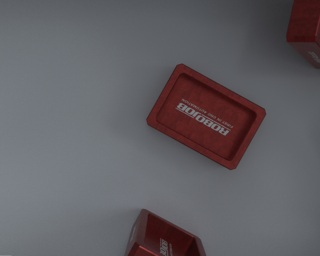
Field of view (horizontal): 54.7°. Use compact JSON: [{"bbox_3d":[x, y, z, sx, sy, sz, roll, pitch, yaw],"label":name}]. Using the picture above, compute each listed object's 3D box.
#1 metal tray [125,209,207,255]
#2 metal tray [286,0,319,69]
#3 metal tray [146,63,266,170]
[{"bbox_3d":[0.009,0.143,0.359,0.090,0.130,0.030,28,90,0],"label":"metal tray"},{"bbox_3d":[0.193,-0.127,0.363,0.030,0.131,0.089,14,94,40],"label":"metal tray"},{"bbox_3d":[0.059,-0.014,0.409,0.130,0.030,0.090,29,90,0],"label":"metal tray"}]
